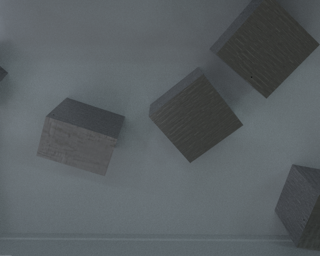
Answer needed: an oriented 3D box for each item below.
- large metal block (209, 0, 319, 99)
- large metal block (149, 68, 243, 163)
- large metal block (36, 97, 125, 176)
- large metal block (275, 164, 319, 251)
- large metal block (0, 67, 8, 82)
[{"bbox_3d":[0.119,-0.095,0.364,0.080,0.050,0.080,38,106,-13],"label":"large metal block"},{"bbox_3d":[0.043,-0.017,0.392,0.080,0.050,0.080,-38,106,12],"label":"large metal block"},{"bbox_3d":[-0.093,0.008,0.384,0.080,0.080,0.050,18,109,-7],"label":"large metal block"},{"bbox_3d":[0.207,0.107,0.423,0.050,0.080,0.079,11,110,-4],"label":"large metal block"},{"bbox_3d":[-0.241,-0.047,0.362,0.080,0.080,0.050,-42,105,14],"label":"large metal block"}]
